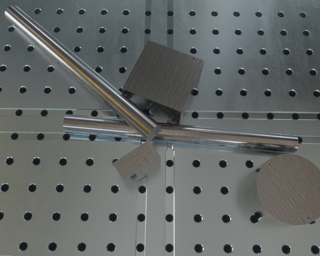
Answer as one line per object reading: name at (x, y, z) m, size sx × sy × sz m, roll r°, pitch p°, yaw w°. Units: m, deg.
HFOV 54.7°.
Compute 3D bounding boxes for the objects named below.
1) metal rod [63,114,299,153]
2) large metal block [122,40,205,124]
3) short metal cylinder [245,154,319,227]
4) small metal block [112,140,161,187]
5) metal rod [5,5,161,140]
metal rod at (0.026, 0.008, 0.408) m, size 0.302 × 0.025 × 0.025 m, roll 5°, pitch 70°, yaw 1°
large metal block at (0.005, -0.060, 0.420) m, size 0.080 × 0.050 × 0.080 m, roll 22°, pitch 71°, yaw 8°
short metal cylinder at (0.149, 0.076, 0.372) m, size 0.081 × 0.050 × 0.080 m, roll 0°, pitch 70°, yaw 0°
small metal block at (-0.027, 0.045, 0.382) m, size 0.050 × 0.050 × 0.025 m, roll -32°, pitch 73°, yaw -11°
metal rod at (-0.116, -0.085, 0.427) m, size 0.300 × 0.025 × 0.025 m, roll 40°, pitch 75°, yaw 19°
